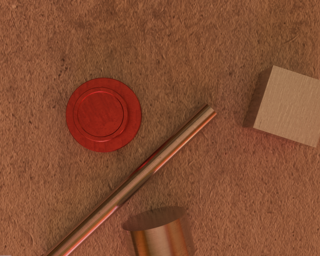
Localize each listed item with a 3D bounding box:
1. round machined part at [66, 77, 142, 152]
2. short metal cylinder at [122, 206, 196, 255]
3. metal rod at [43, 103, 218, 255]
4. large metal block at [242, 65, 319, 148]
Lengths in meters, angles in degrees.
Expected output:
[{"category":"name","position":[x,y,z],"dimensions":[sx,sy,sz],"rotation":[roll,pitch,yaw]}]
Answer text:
[{"category":"round machined part","position":[-0.073,-0.017,0.401],"dimensions":[0.099,0.042,0.097],"rotation":[0,90,-1]},{"category":"short metal cylinder","position":[-0.001,0.135,0.383],"dimensions":[0.080,0.080,0.050],"rotation":[-14,90,0]},{"category":"metal rod","position":[-0.041,0.079,0.409],"dimensions":[0.300,0.025,0.025],"rotation":[-43,91,-1]},{"category":"large metal block","position":[0.163,-0.026,0.400],"dimensions":[0.080,0.050,0.080],"rotation":[18,90,-1]}]
